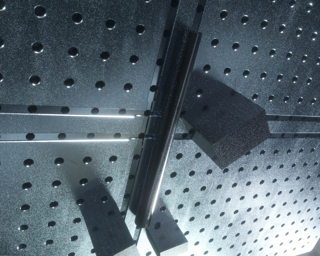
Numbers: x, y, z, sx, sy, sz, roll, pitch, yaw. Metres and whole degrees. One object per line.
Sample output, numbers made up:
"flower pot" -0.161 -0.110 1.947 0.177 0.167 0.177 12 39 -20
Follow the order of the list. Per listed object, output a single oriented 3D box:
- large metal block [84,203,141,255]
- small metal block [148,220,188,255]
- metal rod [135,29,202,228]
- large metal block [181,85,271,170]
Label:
"large metal block" -0.063 0.171 0.447 0.050 0.080 0.080 -24 127 -14
"small metal block" 0.013 0.188 0.519 0.050 0.050 0.025 -13 124 -21
"metal rod" 0.005 0.018 0.424 0.025 0.025 0.298 -1 119 -28
"large metal block" 0.088 -0.003 0.422 0.080 0.080 0.050 -33 129 -7
